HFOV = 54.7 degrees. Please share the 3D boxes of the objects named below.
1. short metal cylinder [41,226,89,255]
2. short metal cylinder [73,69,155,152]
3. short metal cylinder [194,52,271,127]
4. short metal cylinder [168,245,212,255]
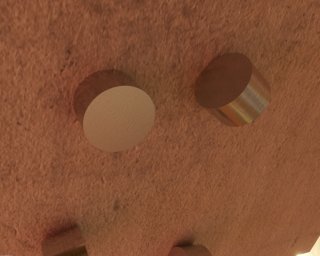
[{"bbox_3d":[-0.121,0.180,0.417,0.050,0.080,0.079,-19,126,-18],"label":"short metal cylinder"},{"bbox_3d":[-0.053,-0.020,0.351,0.081,0.050,0.079,-14,125,-21],"label":"short metal cylinder"},{"bbox_3d":[0.091,-0.048,0.394,0.050,0.080,0.080,34,99,-39],"label":"short metal cylinder"},{"bbox_3d":[0.055,0.256,0.562,0.050,0.080,0.079,7,115,-32],"label":"short metal cylinder"}]
